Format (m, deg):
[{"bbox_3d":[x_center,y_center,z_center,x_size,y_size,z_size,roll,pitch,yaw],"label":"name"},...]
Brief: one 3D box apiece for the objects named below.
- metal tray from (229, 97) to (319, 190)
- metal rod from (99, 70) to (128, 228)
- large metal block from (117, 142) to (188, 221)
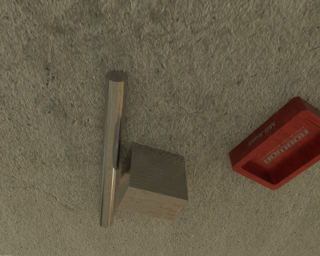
[{"bbox_3d":[0.173,0.027,0.429,0.090,0.030,0.129,27,125,-22],"label":"metal tray"},{"bbox_3d":[-0.072,0.053,0.450,0.025,0.025,0.298,6,130,-6],"label":"metal rod"},{"bbox_3d":[-0.010,0.074,0.434,0.081,0.080,0.050,17,128,-14],"label":"large metal block"}]
